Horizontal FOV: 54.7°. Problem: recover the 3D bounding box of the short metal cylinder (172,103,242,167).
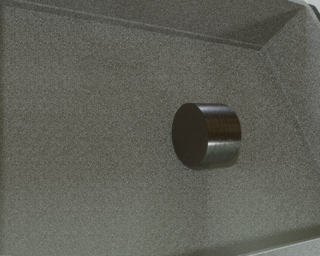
[{"bbox_3d":[0.057,0.008,0.398,0.050,0.080,0.080,-2,63,-29],"label":"short metal cylinder"}]
